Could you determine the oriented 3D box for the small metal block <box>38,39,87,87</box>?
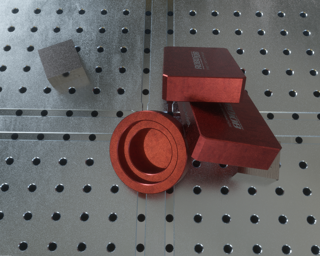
[{"bbox_3d":[-0.140,-0.093,0.445,0.050,0.025,0.050,-21,72,-8],"label":"small metal block"}]

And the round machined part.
[{"bbox_3d":[-0.008,0.027,0.378,0.098,0.042,0.097,2,94,21],"label":"round machined part"}]

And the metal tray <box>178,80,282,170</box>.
[{"bbox_3d":[0.074,-0.010,0.365,0.091,0.030,0.130,9,34,-13],"label":"metal tray"}]

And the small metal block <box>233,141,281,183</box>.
[{"bbox_3d":[0.124,0.040,0.398,0.050,0.025,0.050,10,70,3],"label":"small metal block"}]

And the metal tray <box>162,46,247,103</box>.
[{"bbox_3d":[0.049,-0.072,0.394,0.091,0.030,0.130,2,28,0],"label":"metal tray"}]
